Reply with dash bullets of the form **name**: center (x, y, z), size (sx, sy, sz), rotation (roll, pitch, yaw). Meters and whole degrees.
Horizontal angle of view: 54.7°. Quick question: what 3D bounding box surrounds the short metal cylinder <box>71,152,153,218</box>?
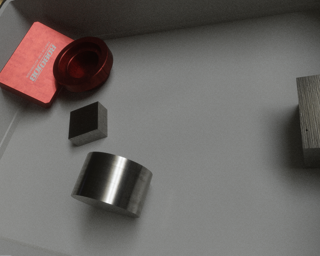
- **short metal cylinder**: center (-0.054, 0.067, 0.357), size (0.080, 0.080, 0.050), rotation (4, 64, 29)

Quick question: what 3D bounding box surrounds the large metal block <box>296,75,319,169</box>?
- **large metal block**: center (0.180, -0.008, 0.300), size (0.080, 0.050, 0.080), rotation (-6, 59, 25)

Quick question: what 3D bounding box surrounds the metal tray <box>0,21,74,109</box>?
- **metal tray**: center (-0.206, -0.110, 0.539), size (0.090, 0.030, 0.130), rotation (26, 70, -10)

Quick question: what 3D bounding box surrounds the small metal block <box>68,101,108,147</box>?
- **small metal block**: center (-0.107, -0.006, 0.464), size (0.050, 0.025, 0.050), rotation (-19, 55, 17)

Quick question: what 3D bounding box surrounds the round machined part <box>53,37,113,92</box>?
- **round machined part**: center (-0.122, -0.100, 0.512), size (0.098, 0.042, 0.098), rotation (-8, 61, 15)
